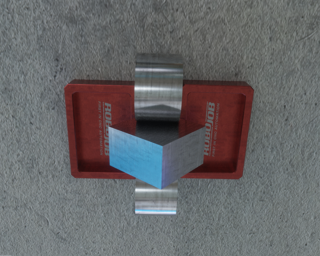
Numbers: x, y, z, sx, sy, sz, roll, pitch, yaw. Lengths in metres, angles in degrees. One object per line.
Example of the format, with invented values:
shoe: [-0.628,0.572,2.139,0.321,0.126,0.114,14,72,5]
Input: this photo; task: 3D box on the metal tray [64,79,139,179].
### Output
metal tray: [-0.073,0.003,0.409,0.091,0.030,0.129,1,110,-1]

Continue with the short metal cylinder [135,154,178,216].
short metal cylinder: [-0.005,0.075,0.409,0.050,0.080,0.079,2,110,-1]

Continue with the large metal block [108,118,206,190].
large metal block: [-0.003,0.021,0.367,0.080,0.081,0.050,18,116,36]

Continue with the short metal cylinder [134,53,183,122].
short metal cylinder: [-0.002,-0.047,0.364,0.050,0.080,0.079,2,110,-1]

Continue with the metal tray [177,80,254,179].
metal tray: [0.068,0.004,0.411,0.091,0.030,0.129,1,110,-1]
